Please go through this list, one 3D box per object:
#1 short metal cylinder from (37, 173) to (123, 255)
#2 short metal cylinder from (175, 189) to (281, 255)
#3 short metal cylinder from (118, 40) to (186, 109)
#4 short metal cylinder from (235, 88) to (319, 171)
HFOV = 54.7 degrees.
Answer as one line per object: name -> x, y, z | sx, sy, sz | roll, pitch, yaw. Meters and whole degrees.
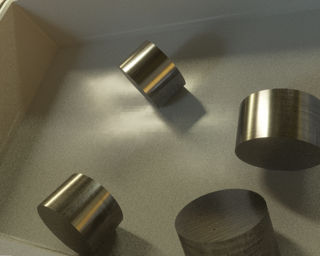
short metal cylinder -> -0.089, 0.098, 0.348 | 0.080, 0.080, 0.050 | 12, 42, 33
short metal cylinder -> 0.059, 0.096, 0.273 | 0.080, 0.050, 0.080 | -18, 13, 4
short metal cylinder -> -0.011, -0.071, 0.420 | 0.050, 0.080, 0.080 | -44, 51, -2
short metal cylinder -> 0.118, 0.004, 0.306 | 0.080, 0.080, 0.050 | -2, 61, 27
